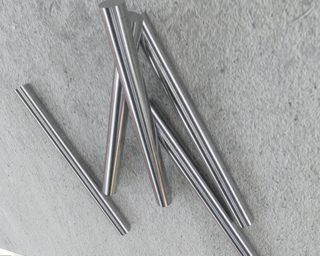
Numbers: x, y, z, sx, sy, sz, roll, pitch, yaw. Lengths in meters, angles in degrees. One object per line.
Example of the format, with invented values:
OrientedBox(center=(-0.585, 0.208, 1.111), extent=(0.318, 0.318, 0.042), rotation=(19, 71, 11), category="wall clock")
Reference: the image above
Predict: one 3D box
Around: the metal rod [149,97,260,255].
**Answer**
OrientedBox(center=(0.063, 0.088, 0.427), extent=(0.025, 0.025, 0.299), rotation=(-26, 105, 37), category="metal rod")

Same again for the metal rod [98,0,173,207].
OrientedBox(center=(-0.019, -0.002, 0.377), extent=(0.025, 0.025, 0.298), rotation=(8, 134, 24), category="metal rod")

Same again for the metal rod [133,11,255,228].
OrientedBox(center=(0.045, 0.002, 0.383), extent=(0.025, 0.025, 0.299), rotation=(-19, 109, 35), category="metal rod")

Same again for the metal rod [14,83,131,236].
OrientedBox(center=(-0.139, 0.060, 0.516), extent=(0.025, 0.025, 0.299), rotation=(-22, 107, 36), category="metal rod")

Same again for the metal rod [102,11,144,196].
OrientedBox(center=(-0.056, -0.006, 0.415), extent=(0.025, 0.025, 0.298), rotation=(25, 133, 12), category="metal rod")
